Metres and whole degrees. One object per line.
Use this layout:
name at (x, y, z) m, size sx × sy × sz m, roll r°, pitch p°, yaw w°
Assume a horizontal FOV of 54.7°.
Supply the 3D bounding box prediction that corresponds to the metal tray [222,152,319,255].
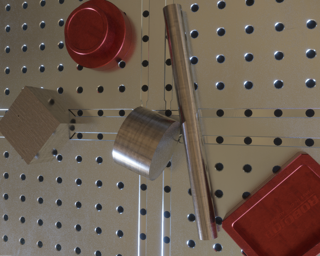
metal tray at (0.149, 0.102, 0.357) m, size 0.130 × 0.030 × 0.090 m, roll -46°, pitch 76°, yaw 14°

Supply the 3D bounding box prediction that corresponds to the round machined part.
round machined part at (-0.093, -0.133, 0.435) m, size 0.098 × 0.042 × 0.097 m, roll 0°, pitch 90°, yaw 19°

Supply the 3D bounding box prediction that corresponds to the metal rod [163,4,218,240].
metal rod at (0.038, -0.010, 0.398) m, size 0.025 × 0.025 × 0.298 m, roll -10°, pitch 87°, yaw 19°

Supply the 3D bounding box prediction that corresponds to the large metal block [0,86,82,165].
large metal block at (-0.180, -0.004, 0.461) m, size 0.080 × 0.050 × 0.080 m, roll 44°, pitch 103°, yaw 14°

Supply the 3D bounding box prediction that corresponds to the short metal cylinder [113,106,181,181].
short metal cylinder at (-0.015, 0.019, 0.388) m, size 0.050 × 0.080 × 0.080 m, roll 24°, pitch 98°, yaw 18°
